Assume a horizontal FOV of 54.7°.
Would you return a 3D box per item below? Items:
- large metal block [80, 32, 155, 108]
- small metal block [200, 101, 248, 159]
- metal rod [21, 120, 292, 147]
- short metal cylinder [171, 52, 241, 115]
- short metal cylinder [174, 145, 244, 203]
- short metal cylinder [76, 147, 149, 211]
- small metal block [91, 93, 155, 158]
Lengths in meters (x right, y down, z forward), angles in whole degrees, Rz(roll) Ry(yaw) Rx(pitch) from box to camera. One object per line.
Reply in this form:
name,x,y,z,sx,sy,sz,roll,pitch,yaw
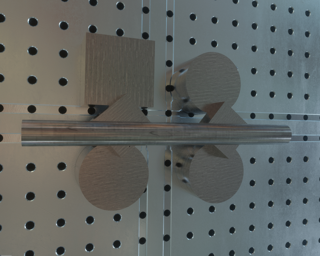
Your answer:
large metal block,-0.053,-0.065,0.379,0.081,0.050,0.080,1,90,-20
small metal block,0.077,0.003,0.388,0.050,0.025,0.050,42,77,-15
metal rod,0.015,0.006,0.338,0.302,0.025,0.025,1,90,-20
short metal cylinder,0.061,-0.058,0.422,0.081,0.050,0.080,0,90,-20
short metal cylinder,0.066,0.057,0.424,0.081,0.050,0.080,0,90,-20
short metal cylinder,-0.060,0.054,0.376,0.081,0.050,0.080,0,90,-20
small metal block,-0.043,-0.003,0.344,0.050,0.025,0.050,-42,103,-15
